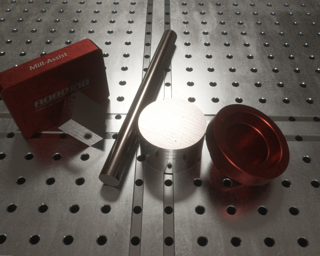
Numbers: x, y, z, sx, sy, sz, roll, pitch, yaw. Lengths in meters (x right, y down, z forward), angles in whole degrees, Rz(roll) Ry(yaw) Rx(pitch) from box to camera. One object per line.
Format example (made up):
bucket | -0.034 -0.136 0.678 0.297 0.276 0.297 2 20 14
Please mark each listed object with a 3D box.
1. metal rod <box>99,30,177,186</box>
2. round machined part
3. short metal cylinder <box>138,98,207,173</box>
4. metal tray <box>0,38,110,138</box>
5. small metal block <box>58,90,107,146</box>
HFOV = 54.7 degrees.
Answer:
metal rod | -0.020 -0.051 0.449 0.025 0.025 0.300 12 51 9
round machined part | 0.098 0.023 0.366 0.099 0.042 0.098 12 54 -16
short metal cylinder | 0.015 0.009 0.384 0.081 0.050 0.080 0 50 0
metal tray | -0.134 -0.052 0.407 0.131 0.089 0.030 -31 57 -23
small metal block | -0.098 -0.012 0.398 0.025 0.050 0.050 -29 43 29
